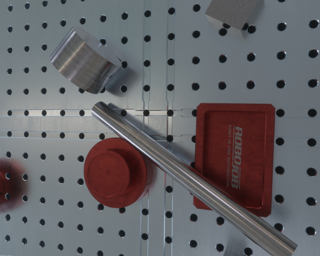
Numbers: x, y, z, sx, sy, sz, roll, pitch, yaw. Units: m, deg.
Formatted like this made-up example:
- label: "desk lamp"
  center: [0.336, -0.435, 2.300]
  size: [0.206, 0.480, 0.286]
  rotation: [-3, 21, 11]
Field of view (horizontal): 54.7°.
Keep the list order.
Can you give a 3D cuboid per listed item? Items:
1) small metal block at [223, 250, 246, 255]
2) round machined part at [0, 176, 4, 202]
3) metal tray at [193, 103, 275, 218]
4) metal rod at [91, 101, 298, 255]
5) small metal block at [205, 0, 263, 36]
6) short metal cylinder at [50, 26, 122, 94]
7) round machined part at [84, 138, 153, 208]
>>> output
- label: "small metal block"
  center: [0.083, 0.182, 0.370]
  size: [0.025, 0.050, 0.050]
  rotation: [10, 93, 20]
- label: "round machined part"
  center: [-0.299, 0.103, 0.509]
  size: [0.098, 0.042, 0.097]
  rotation: [0, 90, 20]
- label: "metal tray"
  center: [0.090, 0.036, 0.377]
  size: [0.090, 0.030, 0.129]
  rotation: [2, 91, 20]
- label: "metal rod"
  center: [0.021, 0.050, 0.376]
  size: [0.300, 0.025, 0.025]
  rotation: [35, 102, 27]
- label: "small metal block"
  center: [0.091, -0.149, 0.380]
  size: [0.050, 0.025, 0.050]
  rotation: [32, 100, 17]
- label: "short metal cylinder"
  center: [-0.098, -0.091, 0.418]
  size: [0.080, 0.080, 0.050]
  rotation: [47, 104, 14]
- label: "round machined part"
  center: [-0.064, 0.062, 0.426]
  size: [0.098, 0.042, 0.097]
  rotation: [0, 90, 20]
